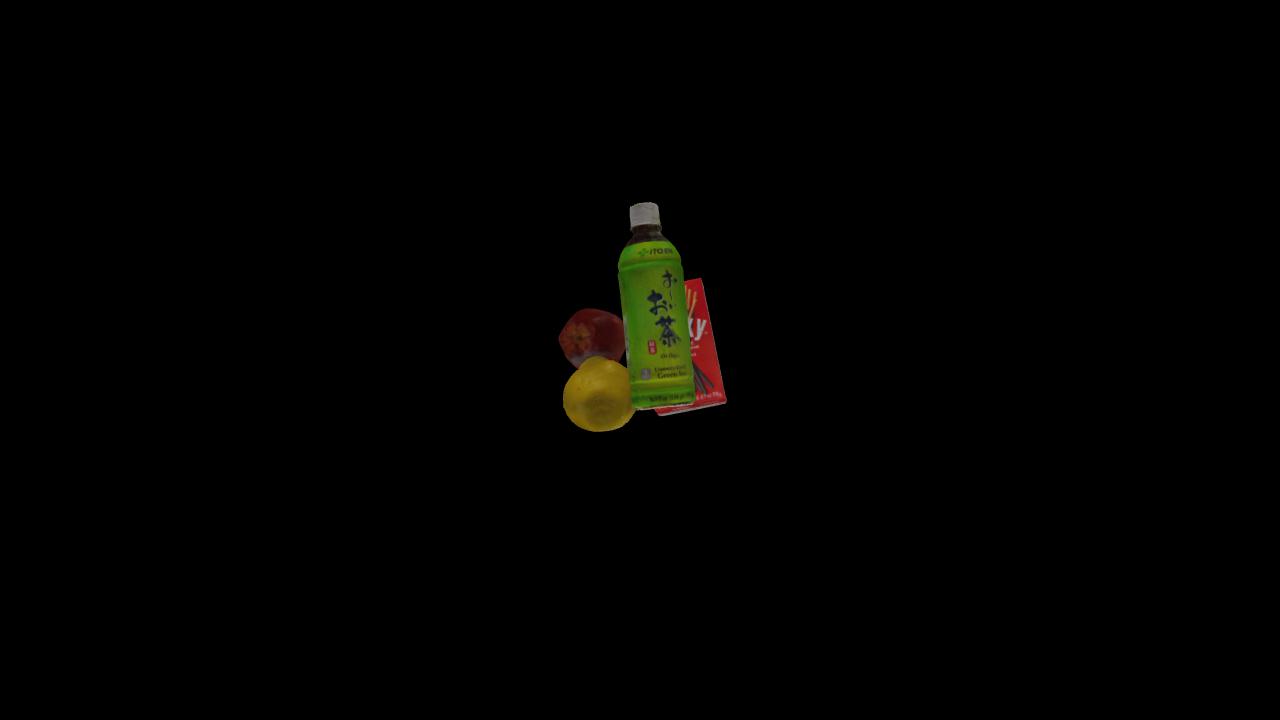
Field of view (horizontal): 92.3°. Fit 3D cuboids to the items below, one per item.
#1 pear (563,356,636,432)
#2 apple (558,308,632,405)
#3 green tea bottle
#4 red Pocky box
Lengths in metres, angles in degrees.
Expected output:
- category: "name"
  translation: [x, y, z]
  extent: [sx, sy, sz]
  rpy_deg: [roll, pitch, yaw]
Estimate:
- category: "pear"
  translation: [-0.041, 0.026, 0.661]
  extent: [0.080, 0.080, 0.111]
  rpy_deg: [0, 33, -2]
- category: "apple"
  translation: [-0.053, -0.022, 0.718]
  extent: [0.079, 0.079, 0.093]
  rpy_deg: [0, -6, 20]
- category: "green tea bottle"
  translation: [0.013, -0.055, 0.636]
  extent: [0.073, 0.212, 0.073]
  rpy_deg: [-7, -2, 0]
- category: "red Pocky box"
  translation: [0.046, -0.017, 0.717]
  extent: [0.083, 0.155, 0.028]
  rpy_deg: [-13, -22, 10]
